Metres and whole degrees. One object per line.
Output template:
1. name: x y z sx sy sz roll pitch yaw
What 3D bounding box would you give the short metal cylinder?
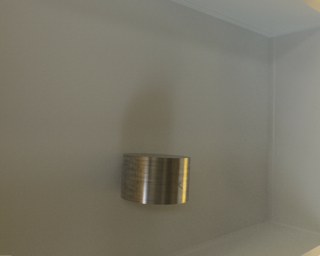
1. short metal cylinder: -0.005 0.058 0.369 0.081 0.080 0.050 5 87 -40
